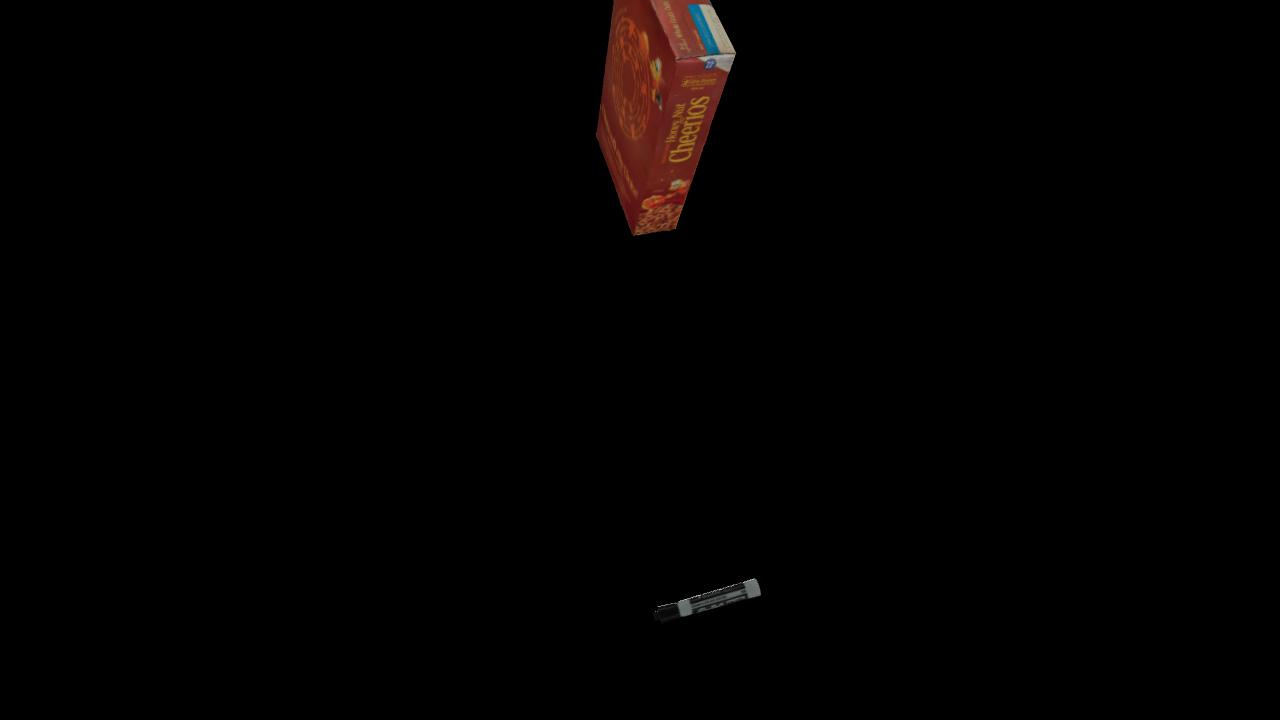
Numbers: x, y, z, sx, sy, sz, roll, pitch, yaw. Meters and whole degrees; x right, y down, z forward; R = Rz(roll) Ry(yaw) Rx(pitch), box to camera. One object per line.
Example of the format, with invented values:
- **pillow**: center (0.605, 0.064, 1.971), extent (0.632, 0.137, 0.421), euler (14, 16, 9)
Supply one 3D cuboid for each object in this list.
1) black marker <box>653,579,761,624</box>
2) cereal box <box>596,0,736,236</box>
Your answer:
- **black marker**: center (0.074, 0.269, 0.684), extent (0.121, 0.020, 0.020), euler (-15, 1, -4)
- **cereal box**: center (0.017, -0.334, 0.792), extent (0.081, 0.203, 0.306), euler (-12, -23, -16)
